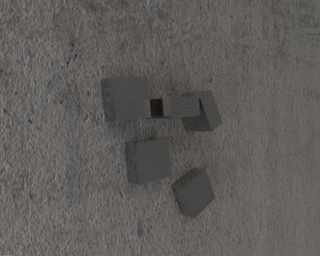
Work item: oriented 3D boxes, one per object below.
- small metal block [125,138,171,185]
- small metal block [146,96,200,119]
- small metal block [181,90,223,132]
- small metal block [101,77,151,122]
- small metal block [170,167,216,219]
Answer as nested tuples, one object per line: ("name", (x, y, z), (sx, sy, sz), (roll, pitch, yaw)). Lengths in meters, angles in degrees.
("small metal block", (-0.015, 0.040, 0.392), (0.050, 0.025, 0.050), (-8, 95, -40))
("small metal block", (0.015, -0.026, 0.401), (0.050, 0.050, 0.025), (-7, 95, -40))
("small metal block", (0.053, -0.023, 0.432), (0.025, 0.050, 0.050), (-35, 112, -34))
("small metal block", (-0.040, -0.035, 0.371), (0.050, 0.025, 0.050), (-8, 96, -40))
("small metal block", (0.048, 0.092, 0.445), (0.050, 0.025, 0.050), (-32, 110, -35))
